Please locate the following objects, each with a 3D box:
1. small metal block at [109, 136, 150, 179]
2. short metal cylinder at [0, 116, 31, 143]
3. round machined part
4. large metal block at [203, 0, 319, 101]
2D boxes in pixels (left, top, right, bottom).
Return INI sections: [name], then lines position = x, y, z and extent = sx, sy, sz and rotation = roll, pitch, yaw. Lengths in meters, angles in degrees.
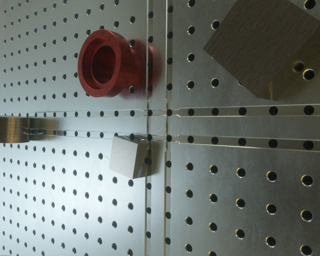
[small metal block]
position = -0.045, 0.041, 0.447
extent = 0.050, 0.025, 0.050
rotation = 15, 100, 39
[short metal cylinder]
position = -0.305, 0.001, 0.626
extent = 0.080, 0.081, 0.050
rotation = 6, 94, 40
[round machined part]
position = -0.076, -0.093, 0.461
extent = 0.098, 0.042, 0.097
rotation = 0, 90, 40
[large metal block]
position = 0.104, -0.084, 0.307
extent = 0.080, 0.050, 0.080
rotation = 51, 120, 28
